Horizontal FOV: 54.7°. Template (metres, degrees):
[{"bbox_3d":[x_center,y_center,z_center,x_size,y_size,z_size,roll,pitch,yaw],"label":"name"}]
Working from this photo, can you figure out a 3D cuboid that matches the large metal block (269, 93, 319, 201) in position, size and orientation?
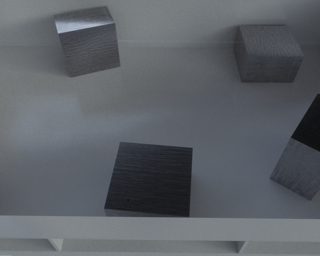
[{"bbox_3d":[0.175,0.022,0.352,0.050,0.080,0.080,30,56,23],"label":"large metal block"}]

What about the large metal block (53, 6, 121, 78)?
[{"bbox_3d":[-0.111,-0.133,0.480,0.081,0.080,0.050,-16,52,-13],"label":"large metal block"}]

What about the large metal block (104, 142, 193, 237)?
[{"bbox_3d":[-0.008,0.065,0.334,0.080,0.050,0.080,5,50,4],"label":"large metal block"}]

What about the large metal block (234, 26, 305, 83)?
[{"bbox_3d":[0.167,-0.117,0.488,0.081,0.050,0.080,0,50,0],"label":"large metal block"}]
